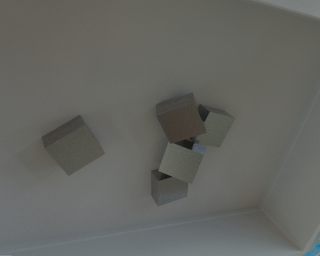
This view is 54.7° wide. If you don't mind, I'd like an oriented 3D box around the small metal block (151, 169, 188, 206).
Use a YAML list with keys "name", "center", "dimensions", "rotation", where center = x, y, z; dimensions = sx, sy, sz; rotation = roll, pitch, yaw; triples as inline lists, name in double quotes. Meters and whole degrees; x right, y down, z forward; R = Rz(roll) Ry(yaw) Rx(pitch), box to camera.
- name: "small metal block"
  center: [0.015, 0.085, 0.469]
  dimensions: [0.050, 0.025, 0.050]
  rotation: [-13, 124, -21]

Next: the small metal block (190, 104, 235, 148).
- name: "small metal block"
  center: [0.072, -0.002, 0.447]
  dimensions: [0.050, 0.025, 0.050]
  rotation: [12, 112, -34]

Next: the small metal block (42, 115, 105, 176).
- name: "small metal block"
  center: [-0.101, 0.021, 0.366]
  dimensions: [0.050, 0.025, 0.050]
  rotation: [-32, 129, -8]

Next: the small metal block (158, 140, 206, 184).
- name: "small metal block"
  center: [0.031, 0.044, 0.434]
  dimensions: [0.050, 0.025, 0.050]
  rotation: [21, 115, 6]

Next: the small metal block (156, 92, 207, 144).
- name: "small metal block"
  center: [0.028, -0.012, 0.402]
  dimensions: [0.050, 0.025, 0.050]
  rotation: [-18, 126, 12]
